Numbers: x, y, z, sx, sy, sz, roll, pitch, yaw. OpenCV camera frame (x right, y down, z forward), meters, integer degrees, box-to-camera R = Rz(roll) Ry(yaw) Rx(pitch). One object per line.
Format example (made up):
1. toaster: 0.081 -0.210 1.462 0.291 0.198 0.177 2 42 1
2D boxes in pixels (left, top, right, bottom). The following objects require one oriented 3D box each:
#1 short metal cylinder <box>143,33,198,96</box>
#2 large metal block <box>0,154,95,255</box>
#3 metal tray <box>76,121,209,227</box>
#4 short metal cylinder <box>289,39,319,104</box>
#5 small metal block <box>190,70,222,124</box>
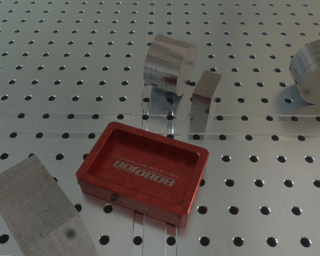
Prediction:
1. short metal cylinder: 0.017 -0.092 0.449 0.050 0.080 0.080 20 53 16
2. large metal block: -0.113 0.086 0.299 0.050 0.080 0.080 -34 58 -25
3. metal tray: -0.018 0.049 0.362 0.130 0.030 0.090 17 52 13
4. short metal cylinder: 0.233 -0.079 0.440 0.081 0.080 0.050 -1 50 -1
5. small metal block: 0.063 -0.043 0.428 0.025 0.050 0.050 18 52 14
